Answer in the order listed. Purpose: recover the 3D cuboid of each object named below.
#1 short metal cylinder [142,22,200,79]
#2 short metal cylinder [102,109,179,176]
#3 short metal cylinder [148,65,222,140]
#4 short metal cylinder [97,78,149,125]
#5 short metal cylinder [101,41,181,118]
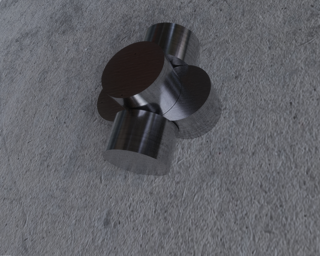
[{"bbox_3d":[0.011,-0.096,0.423,0.080,0.080,0.050,0,62,28],"label":"short metal cylinder"},{"bbox_3d":[-0.022,0.020,0.369,0.080,0.080,0.050,0,62,28],"label":"short metal cylinder"},{"bbox_3d":[0.032,-0.032,0.391,0.080,0.050,0.080,-13,56,20],"label":"short metal cylinder"},{"bbox_3d":[-0.038,-0.032,0.427,0.080,0.050,0.080,-13,56,20],"label":"short metal cylinder"},{"bbox_3d":[-0.021,-0.055,0.368,0.080,0.050,0.080,-13,56,20],"label":"short metal cylinder"}]
